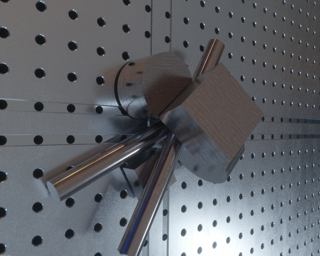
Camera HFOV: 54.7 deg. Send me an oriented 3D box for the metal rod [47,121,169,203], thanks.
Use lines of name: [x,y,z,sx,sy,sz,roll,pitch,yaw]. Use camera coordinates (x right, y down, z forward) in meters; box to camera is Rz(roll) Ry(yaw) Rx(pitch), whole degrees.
metal rod: [-0.002,0.005,0.403,0.302,0.025,0.025,-29,109,-36]

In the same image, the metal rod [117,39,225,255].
metal rod: [0.022,0.011,0.391,0.025,0.025,0.300,38,67,-34]

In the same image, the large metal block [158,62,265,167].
large metal block: [0.060,-0.014,0.356,0.080,0.050,0.080,48,61,-10]

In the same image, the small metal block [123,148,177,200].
small metal block: [-0.012,0.059,0.395,0.050,0.025,0.050,-35,112,-35]

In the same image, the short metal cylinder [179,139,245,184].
short metal cylinder: [0.068,0.031,0.427,0.050,0.080,0.080,-50,120,-27]

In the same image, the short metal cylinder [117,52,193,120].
short metal cylinder: [-0.005,-0.050,0.384,0.081,0.050,0.079,0,90,-40]
